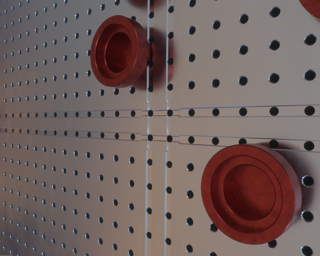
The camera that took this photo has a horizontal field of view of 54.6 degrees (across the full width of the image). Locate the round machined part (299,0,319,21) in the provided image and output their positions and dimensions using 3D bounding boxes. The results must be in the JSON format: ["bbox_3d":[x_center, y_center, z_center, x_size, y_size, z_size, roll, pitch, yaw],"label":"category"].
[{"bbox_3d":[0.165,-0.139,0.262,0.098,0.042,0.097,0,90,40],"label":"round machined part"}]

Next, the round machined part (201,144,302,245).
[{"bbox_3d":[0.095,0.065,0.320,0.098,0.042,0.097,0,90,40],"label":"round machined part"}]

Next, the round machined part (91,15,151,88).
[{"bbox_3d":[-0.052,-0.106,0.443,0.098,0.042,0.097,0,90,40],"label":"round machined part"}]
